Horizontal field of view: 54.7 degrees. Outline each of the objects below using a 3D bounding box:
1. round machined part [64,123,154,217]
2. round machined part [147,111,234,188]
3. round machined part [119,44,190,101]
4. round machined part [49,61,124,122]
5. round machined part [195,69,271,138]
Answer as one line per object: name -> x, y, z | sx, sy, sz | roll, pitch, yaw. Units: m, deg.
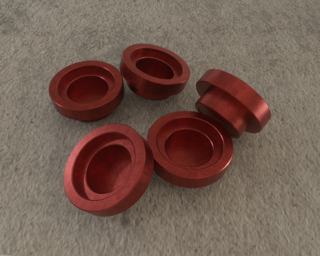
round machined part -> -0.051, 0.047, 0.336 | 0.098, 0.042, 0.098 | -13, 57, 20
round machined part -> 0.033, 0.029, 0.366 | 0.099, 0.042, 0.098 | 3, 49, -3
round machined part -> -0.010, -0.076, 0.444 | 0.099, 0.042, 0.098 | 13, 41, -11
round machined part -> -0.098, -0.047, 0.429 | 0.099, 0.042, 0.098 | 0, 50, 1
round machined part -> 0.082, -0.024, 0.383 | 0.098, 0.098, 0.042 | 36, 82, 26
